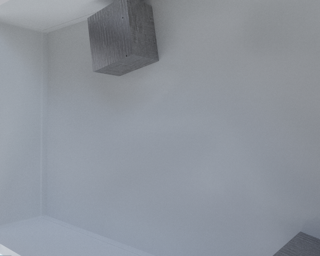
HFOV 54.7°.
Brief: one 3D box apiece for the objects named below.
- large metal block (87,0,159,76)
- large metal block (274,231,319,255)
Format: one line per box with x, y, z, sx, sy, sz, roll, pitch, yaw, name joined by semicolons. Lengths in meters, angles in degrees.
-0.053;-0.125;0.434;0.080;0.050;0.080;-12;83;39;large metal block
0.140;0.135;0.255;0.080;0.081;0.050;15;100;39;large metal block
